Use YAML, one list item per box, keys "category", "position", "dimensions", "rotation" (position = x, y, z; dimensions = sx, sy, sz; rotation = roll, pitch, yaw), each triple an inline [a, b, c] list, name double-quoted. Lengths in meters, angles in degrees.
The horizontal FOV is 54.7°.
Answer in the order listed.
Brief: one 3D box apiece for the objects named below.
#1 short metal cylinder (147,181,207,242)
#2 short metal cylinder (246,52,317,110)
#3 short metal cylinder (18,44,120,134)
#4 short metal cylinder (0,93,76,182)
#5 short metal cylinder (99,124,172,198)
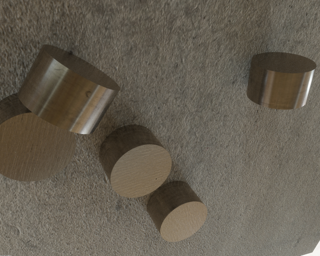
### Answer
- category: "short metal cylinder"
  position: [0.026, 0.130, 0.485]
  dimensions: [0.081, 0.050, 0.079]
  rotation: [-14, 124, -21]
- category: "short metal cylinder"
  position: [0.162, -0.066, 0.419]
  dimensions: [0.081, 0.080, 0.050]
  rotation: [-14, 124, -21]
- category: "short metal cylinder"
  position: [-0.087, -0.037, 0.301]
  dimensions: [0.080, 0.080, 0.050]
  rotation: [24, 105, -37]
- category: "short metal cylinder"
  position: [-0.134, 0.008, 0.323]
  dimensions: [0.081, 0.050, 0.079]
  rotation: [-14, 124, -21]
- category: "short metal cylinder"
  position: [-0.032, 0.042, 0.399]
  dimensions: [0.081, 0.050, 0.079]
  rotation: [-14, 124, -21]
